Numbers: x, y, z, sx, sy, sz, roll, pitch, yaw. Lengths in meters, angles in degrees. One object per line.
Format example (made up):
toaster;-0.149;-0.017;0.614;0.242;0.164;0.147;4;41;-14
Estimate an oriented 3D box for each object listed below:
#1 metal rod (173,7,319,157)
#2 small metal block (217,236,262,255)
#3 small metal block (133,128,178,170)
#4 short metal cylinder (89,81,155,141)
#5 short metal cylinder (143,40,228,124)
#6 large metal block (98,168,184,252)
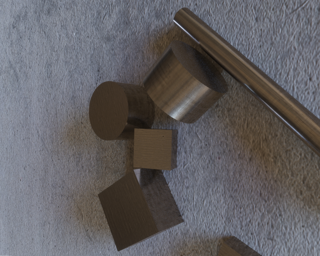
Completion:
metal rod;0.111;-0.034;0.313;0.300;0.025;0.025;51;120;28
small metal block;0.086;0.155;0.334;0.050;0.025;0.050;29;108;36
small metal block;-0.005;0.026;0.399;0.050;0.025;0.050;2;92;19
short metal cylinder;-0.054;-0.023;0.433;0.080;0.050;0.080;0;90;40
short metal cylinder;0.028;-0.051;0.346;0.050;0.081;0.080;-46;63;30
large metal block;-0.028;0.106;0.412;0.080;0.050;0.080;-37;67;33
